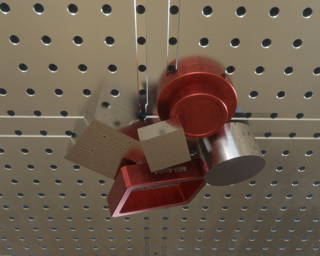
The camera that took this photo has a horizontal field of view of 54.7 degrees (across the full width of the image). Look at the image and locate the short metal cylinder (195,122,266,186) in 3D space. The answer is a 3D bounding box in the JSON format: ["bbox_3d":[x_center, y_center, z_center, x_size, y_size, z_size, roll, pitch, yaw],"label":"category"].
[{"bbox_3d":[0.092,0.036,0.412,0.081,0.050,0.080,-9,145,-6],"label":"short metal cylinder"}]

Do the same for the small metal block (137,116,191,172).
[{"bbox_3d":[0.006,0.020,0.368,0.050,0.025,0.050,-17,126,0],"label":"small metal block"}]

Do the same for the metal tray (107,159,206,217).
[{"bbox_3d":[-0.001,0.085,0.443,0.131,0.030,0.089,-2,142,-28],"label":"metal tray"}]

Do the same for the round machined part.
[{"bbox_3d":[0.046,-0.025,0.379,0.099,0.042,0.097,0,130,0],"label":"round machined part"}]

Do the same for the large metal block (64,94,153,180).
[{"bbox_3d":[-0.066,0.016,0.408,0.080,0.050,0.080,29,124,-22],"label":"large metal block"}]
